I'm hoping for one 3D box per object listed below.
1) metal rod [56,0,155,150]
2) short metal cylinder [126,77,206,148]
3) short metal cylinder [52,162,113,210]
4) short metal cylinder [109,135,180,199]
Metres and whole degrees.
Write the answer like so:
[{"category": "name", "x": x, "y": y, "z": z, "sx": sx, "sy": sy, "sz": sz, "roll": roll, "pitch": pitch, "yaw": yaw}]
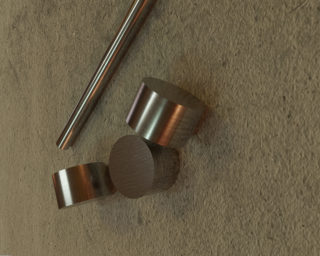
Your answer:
[{"category": "metal rod", "x": -0.092, "y": -0.079, "z": 0.480, "sx": 0.025, "sy": 0.025, "sz": 0.298, "roll": 51, "pitch": 120, "yaw": 28}, {"category": "short metal cylinder", "x": 0.007, "y": -0.019, "z": 0.364, "sx": 0.080, "sy": 0.081, "sz": 0.050, "roll": 39, "pitch": 114, "yaw": 33}, {"category": "short metal cylinder", "x": -0.116, "y": 0.087, "z": 0.465, "sx": 0.080, "sy": 0.081, "sz": 0.050, "roll": -26, "pitch": 74, "yaw": 37}, {"category": "short metal cylinder", "x": -0.021, "y": 0.048, "z": 0.406, "sx": 0.080, "sy": 0.050, "sz": 0.079, "roll": 0, "pitch": 90, "yaw": 40}]
